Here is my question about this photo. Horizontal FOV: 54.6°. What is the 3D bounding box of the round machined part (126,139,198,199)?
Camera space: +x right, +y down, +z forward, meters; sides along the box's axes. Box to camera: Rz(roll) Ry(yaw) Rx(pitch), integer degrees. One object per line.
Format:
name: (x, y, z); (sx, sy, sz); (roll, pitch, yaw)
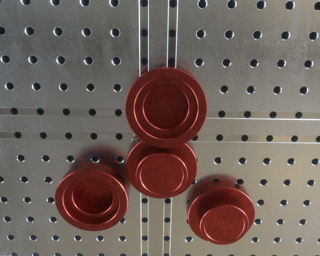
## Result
round machined part: (0.002, 0.056, 0.425); (0.099, 0.042, 0.097); (0, 110, 0)

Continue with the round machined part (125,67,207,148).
round machined part: (0.007, -0.027, 0.390); (0.099, 0.042, 0.097); (0, 103, -1)

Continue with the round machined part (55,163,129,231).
round machined part: (-0.092, 0.093, 0.438); (0.099, 0.042, 0.097); (0, 110, 0)

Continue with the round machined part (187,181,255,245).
round machined part: (0.090, 0.130, 0.453); (0.099, 0.042, 0.097); (0, 110, 0)
